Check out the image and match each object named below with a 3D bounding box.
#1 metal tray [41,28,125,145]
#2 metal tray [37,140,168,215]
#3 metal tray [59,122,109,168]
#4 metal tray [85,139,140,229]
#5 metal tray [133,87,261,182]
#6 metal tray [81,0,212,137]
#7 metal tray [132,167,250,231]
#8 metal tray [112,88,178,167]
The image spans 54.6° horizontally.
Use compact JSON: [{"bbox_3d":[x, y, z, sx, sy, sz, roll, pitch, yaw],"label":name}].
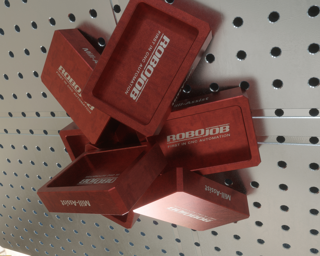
[{"bbox_3d":[-0.099,-0.054,0.406,0.130,0.030,0.090,48,131,14],"label":"metal tray"},{"bbox_3d":[-0.067,0.057,0.356,0.130,0.090,0.030,-10,113,37],"label":"metal tray"},{"bbox_3d":[-0.094,0.052,0.491,0.090,0.030,0.129,-5,116,29],"label":"metal tray"},{"bbox_3d":[-0.066,0.081,0.454,0.090,0.030,0.129,24,127,13],"label":"metal tray"},{"bbox_3d":[0.045,0.011,0.368,0.130,0.030,0.090,-12,113,14],"label":"metal tray"},{"bbox_3d":[-0.014,-0.066,0.331,0.090,0.030,0.130,30,95,9],"label":"metal tray"},{"bbox_3d":[0.041,0.098,0.404,0.131,0.030,0.090,27,138,-33],"label":"metal tray"},{"bbox_3d":[-0.022,0.006,0.423,0.090,0.030,0.129,-6,114,28],"label":"metal tray"}]
